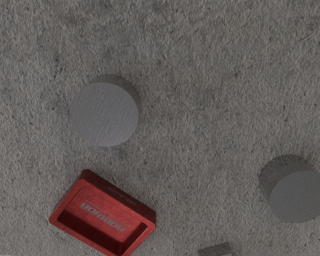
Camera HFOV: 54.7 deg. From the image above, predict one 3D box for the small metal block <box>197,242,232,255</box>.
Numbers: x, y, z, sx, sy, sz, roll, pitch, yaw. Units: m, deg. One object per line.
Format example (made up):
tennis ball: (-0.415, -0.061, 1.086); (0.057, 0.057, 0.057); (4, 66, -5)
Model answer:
small metal block: (0.092, 0.214, 0.490); (0.050, 0.025, 0.050); (-18, 109, 6)

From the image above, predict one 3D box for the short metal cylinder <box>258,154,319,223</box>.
short metal cylinder: (0.184, 0.083, 0.429); (0.081, 0.050, 0.079); (0, 110, 0)

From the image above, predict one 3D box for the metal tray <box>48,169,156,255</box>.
metal tray: (-0.082, 0.131, 0.454); (0.130, 0.030, 0.090); (36, 106, -13)

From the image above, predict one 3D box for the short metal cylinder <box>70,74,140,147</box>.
short metal cylinder: (-0.066, -0.023, 0.387); (0.081, 0.050, 0.079); (0, 110, 0)
